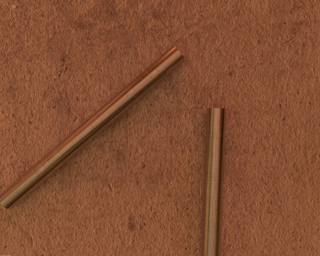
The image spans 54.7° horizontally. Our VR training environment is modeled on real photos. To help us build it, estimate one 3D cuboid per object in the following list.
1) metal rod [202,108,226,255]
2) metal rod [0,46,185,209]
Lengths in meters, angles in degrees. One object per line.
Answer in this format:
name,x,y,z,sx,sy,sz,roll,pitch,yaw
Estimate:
metal rod,0.069,0.123,0.411,0.025,0.025,0.298,2,90,-1
metal rod,-0.089,-0.001,0.408,0.300,0.025,0.025,-41,91,-1
